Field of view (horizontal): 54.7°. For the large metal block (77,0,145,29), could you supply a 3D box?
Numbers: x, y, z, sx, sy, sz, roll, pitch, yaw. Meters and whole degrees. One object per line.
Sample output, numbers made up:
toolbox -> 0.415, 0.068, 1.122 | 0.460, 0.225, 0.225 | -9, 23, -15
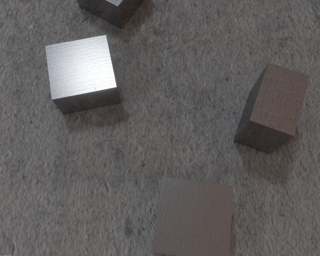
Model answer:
large metal block -> -0.072, -0.212, 0.471 | 0.080, 0.050, 0.080 | 30, 73, 10

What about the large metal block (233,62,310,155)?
large metal block -> 0.137, -0.021, 0.388 | 0.050, 0.080, 0.080 | 21, 71, 7

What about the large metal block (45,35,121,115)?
large metal block -> -0.102, -0.071, 0.420 | 0.081, 0.050, 0.080 | -12, 71, -5

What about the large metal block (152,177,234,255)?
large metal block -> 0.037, 0.105, 0.357 | 0.080, 0.050, 0.080 | 7, 70, 2
